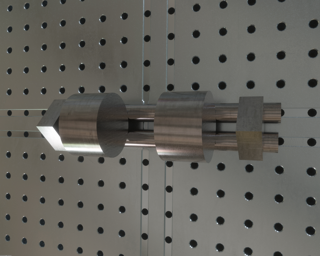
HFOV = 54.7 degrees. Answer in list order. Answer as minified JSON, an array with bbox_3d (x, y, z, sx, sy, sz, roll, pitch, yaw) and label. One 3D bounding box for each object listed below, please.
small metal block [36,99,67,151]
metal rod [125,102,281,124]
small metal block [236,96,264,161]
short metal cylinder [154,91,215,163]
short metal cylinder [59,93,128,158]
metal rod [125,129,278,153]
[{"bbox_3d":[-0.133,-0.004,0.422,0.025,0.050,0.050,1,48,20],"label":"small metal block"},{"bbox_3d":[0.000,-0.020,0.413,0.301,0.025,0.025,1,91,19],"label":"metal rod"},{"bbox_3d":[0.100,0.001,0.340,0.025,0.050,0.050,1,49,20],"label":"small metal block"},{"bbox_3d":[0.031,-0.002,0.349,0.050,0.080,0.079,1,90,20],"label":"short metal cylinder"},{"bbox_3d":[-0.080,-0.004,0.388,0.050,0.080,0.079,1,90,20],"label":"short metal cylinder"},{"bbox_3d":[-0.003,0.015,0.414,0.301,0.025,0.025,1,91,19],"label":"metal rod"}]
